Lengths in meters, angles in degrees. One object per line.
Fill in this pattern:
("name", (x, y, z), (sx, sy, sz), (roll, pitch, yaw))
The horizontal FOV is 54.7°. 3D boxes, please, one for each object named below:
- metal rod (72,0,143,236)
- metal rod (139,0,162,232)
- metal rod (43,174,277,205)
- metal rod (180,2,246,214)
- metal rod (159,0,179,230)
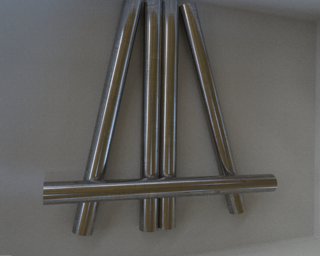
("metal rod", (-0.064, -0.019, 0.386), (0.025, 0.025, 0.298), (13, 86, -20))
("metal rod", (-0.012, -0.017, 0.405), (0.025, 0.025, 0.298), (1, 90, -20))
("metal rod", (0.016, 0.074, 0.387), (0.302, 0.025, 0.025), (1, 90, -20))
("metal rod", (0.075, -0.023, 0.437), (0.025, 0.025, 0.298), (-17, 96, -19))
("metal rod", (0.011, -0.018, 0.413), (0.025, 0.025, 0.298), (1, 90, -20))
